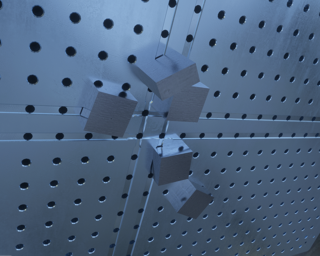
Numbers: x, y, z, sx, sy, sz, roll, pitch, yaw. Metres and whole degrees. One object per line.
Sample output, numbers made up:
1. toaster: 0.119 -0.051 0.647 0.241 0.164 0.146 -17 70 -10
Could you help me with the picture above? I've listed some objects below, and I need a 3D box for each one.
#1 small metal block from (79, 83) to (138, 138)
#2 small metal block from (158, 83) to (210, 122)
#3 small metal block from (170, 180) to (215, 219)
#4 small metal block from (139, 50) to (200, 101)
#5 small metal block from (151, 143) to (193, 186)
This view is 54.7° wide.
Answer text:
1. small metal block: -0.061 -0.020 0.366 0.050 0.025 0.050 13 112 -34
2. small metal block: 0.031 -0.036 0.407 0.050 0.025 0.050 3 117 -30
3. small metal block: 0.054 0.120 0.518 0.050 0.025 0.050 31 101 -38
4. small metal block: 0.010 -0.063 0.363 0.050 0.050 0.025 -28 128 -11
5. small metal block: 0.017 0.053 0.455 0.050 0.025 0.050 -9 122 -24
